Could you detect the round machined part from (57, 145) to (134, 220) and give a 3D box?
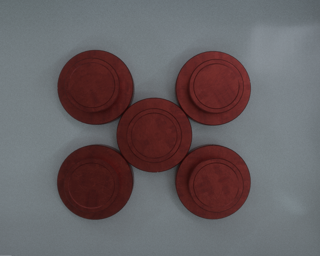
[{"bbox_3d":[-0.084,0.071,0.401,0.099,0.042,0.097,0,90,-1],"label":"round machined part"}]

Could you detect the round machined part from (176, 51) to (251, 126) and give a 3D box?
[{"bbox_3d":[0.070,-0.052,0.403,0.099,0.042,0.097,0,90,-1],"label":"round machined part"}]

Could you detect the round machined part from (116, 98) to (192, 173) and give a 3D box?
[{"bbox_3d":[-0.007,0.009,0.401,0.099,0.042,0.097,0,90,-1],"label":"round machined part"}]

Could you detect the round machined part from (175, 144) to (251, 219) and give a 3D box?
[{"bbox_3d":[0.070,0.071,0.403,0.099,0.042,0.097,0,90,-1],"label":"round machined part"}]

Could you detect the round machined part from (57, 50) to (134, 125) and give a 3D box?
[{"bbox_3d":[-0.084,-0.053,0.400,0.099,0.042,0.097,0,90,-1],"label":"round machined part"}]
